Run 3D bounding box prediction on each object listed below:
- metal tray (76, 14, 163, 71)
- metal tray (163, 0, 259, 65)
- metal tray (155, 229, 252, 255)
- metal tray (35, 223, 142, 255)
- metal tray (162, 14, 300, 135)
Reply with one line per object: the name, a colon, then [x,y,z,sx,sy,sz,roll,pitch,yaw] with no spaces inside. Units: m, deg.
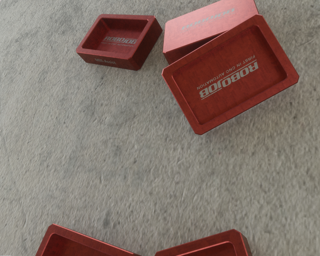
metal tray: [-0.071,-0.149,0.527,0.130,0.030,0.090,16,70,34]
metal tray: [0.071,-0.138,0.435,0.130,0.030,0.090,-15,43,19]
metal tray: [0.049,0.167,0.271,0.090,0.030,0.130,-22,54,14]
metal tray: [-0.087,0.168,0.341,0.130,0.030,0.090,7,65,30]
metal tray: [0.080,-0.060,0.366,0.130,0.030,0.090,-30,86,9]
